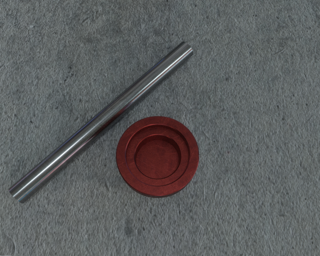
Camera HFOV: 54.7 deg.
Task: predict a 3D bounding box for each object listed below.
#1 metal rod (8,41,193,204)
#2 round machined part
[{"bbox_3d":[-0.068,-0.016,0.413,0.301,0.025,0.025,-43,76,-14],"label":"metal rod"},{"bbox_3d":[-0.003,0.038,0.385,0.099,0.042,0.098,0,70,-1],"label":"round machined part"}]
